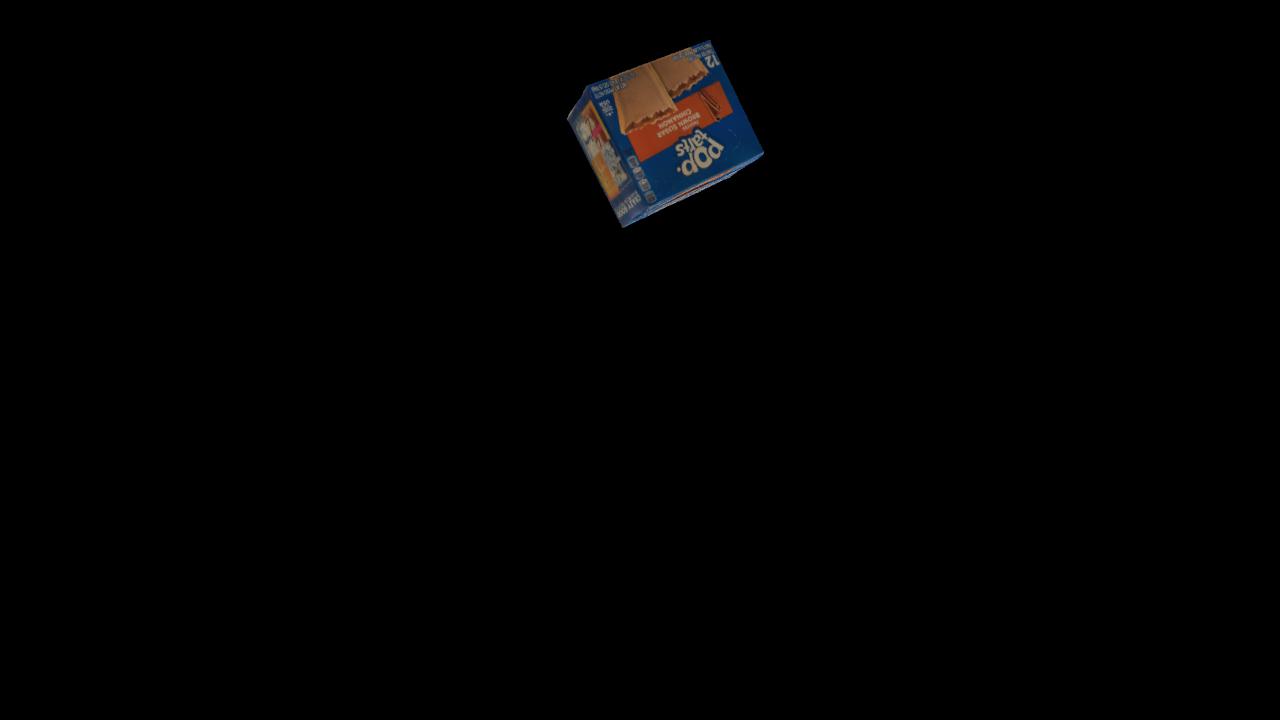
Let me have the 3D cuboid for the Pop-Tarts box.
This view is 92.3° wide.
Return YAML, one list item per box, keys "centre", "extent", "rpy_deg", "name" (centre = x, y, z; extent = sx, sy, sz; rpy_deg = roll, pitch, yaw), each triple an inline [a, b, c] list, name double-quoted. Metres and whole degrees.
- centre: [0.029, -0.254, 0.697]
  extent: [0.167, 0.141, 0.083]
  rpy_deg: [-30, 7, -20]
  name: "Pop-Tarts box"
